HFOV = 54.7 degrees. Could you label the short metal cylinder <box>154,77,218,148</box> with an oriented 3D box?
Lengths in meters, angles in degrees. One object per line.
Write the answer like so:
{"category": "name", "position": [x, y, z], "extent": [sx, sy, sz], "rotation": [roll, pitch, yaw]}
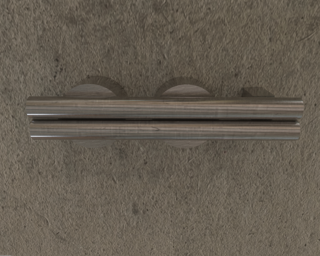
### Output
{"category": "short metal cylinder", "position": [0.030, -0.021, 0.391], "extent": [0.081, 0.050, 0.079], "rotation": [0, 110, 0]}

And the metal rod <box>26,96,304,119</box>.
{"category": "metal rod", "position": [0.006, -0.023, 0.349], "extent": [0.302, 0.025, 0.025], "rotation": [0, 110, -1]}

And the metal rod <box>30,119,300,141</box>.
{"category": "metal rod", "position": [0.006, 0.002, 0.358], "extent": [0.302, 0.025, 0.025], "rotation": [0, 110, -1]}

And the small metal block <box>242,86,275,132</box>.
{"category": "small metal block", "position": [0.121, -0.022, 0.392], "extent": [0.025, 0.050, 0.050], "rotation": [-2, 110, 0]}

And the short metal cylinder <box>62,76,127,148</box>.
{"category": "short metal cylinder", "position": [-0.080, -0.021, 0.388], "extent": [0.081, 0.050, 0.079], "rotation": [0, 110, 0]}
